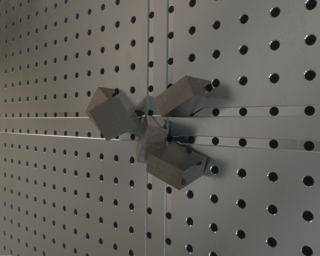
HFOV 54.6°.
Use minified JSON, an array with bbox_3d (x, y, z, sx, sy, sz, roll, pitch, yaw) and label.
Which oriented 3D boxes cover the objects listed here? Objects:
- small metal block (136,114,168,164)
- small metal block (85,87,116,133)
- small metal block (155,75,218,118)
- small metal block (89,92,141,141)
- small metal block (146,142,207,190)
[{"bbox_3d":[-0.012,0.015,0.403,0.050,0.025,0.050,-109,36,-73],"label":"small metal block"},{"bbox_3d":[-0.084,-0.028,0.481,0.050,0.025,0.050,48,118,29],"label":"small metal block"},{"bbox_3d":[0.031,-0.035,0.368,0.050,0.050,0.025,-33,70,35],"label":"small metal block"},{"bbox_3d":[-0.064,-0.016,0.440,0.050,0.025,0.050,-23,106,19],"label":"small metal block"},{"bbox_3d":[0.020,0.044,0.372,0.050,0.050,0.025,24,117,32],"label":"small metal block"}]
